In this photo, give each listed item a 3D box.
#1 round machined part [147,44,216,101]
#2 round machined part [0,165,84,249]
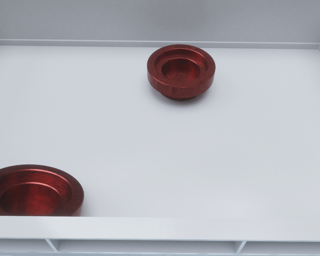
[{"bbox_3d":[0.031,-0.078,0.460,0.099,0.042,0.098,0,50,0],"label":"round machined part"},{"bbox_3d":[-0.129,0.080,0.307,0.099,0.042,0.098,14,21,-5],"label":"round machined part"}]
